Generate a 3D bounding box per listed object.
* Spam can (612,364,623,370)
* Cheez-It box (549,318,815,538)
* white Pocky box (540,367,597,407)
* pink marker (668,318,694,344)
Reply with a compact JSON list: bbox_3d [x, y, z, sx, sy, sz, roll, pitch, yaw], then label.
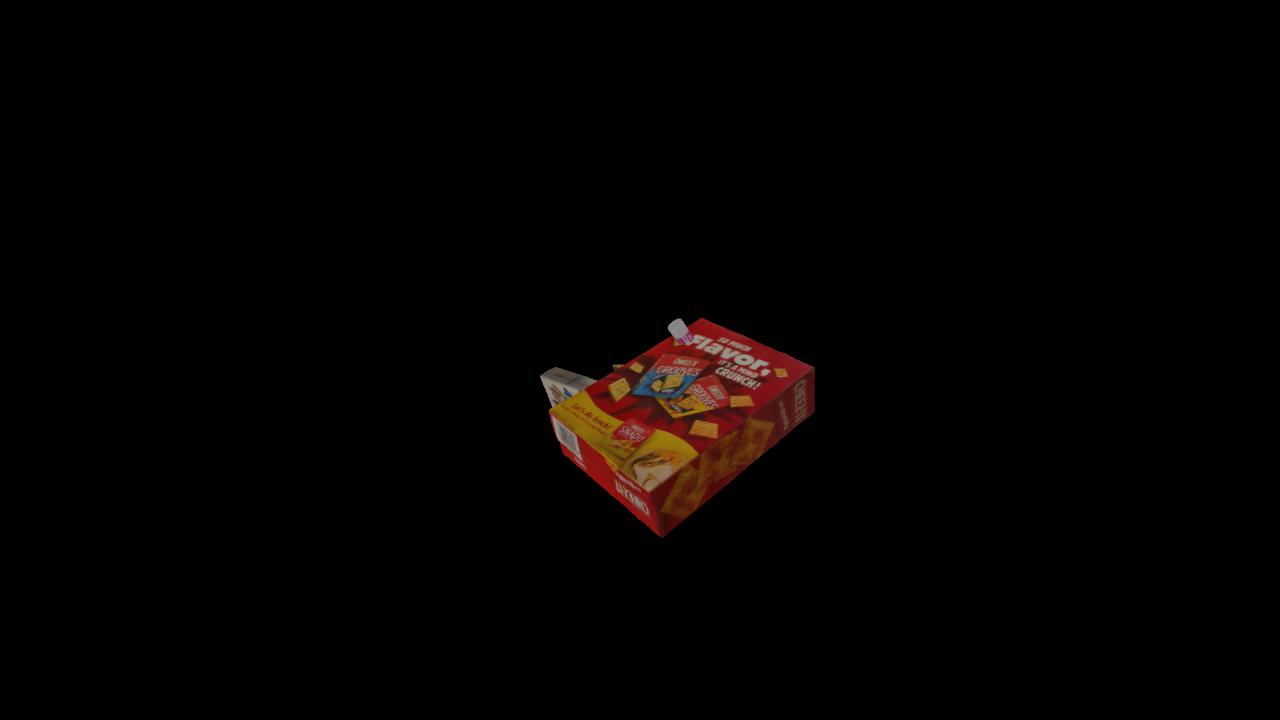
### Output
[{"bbox_3d":[0.004,0.055,0.718,0.058,0.085,0.101,5,6,-29],"label":"Spam can"},{"bbox_3d":[0.045,0.053,0.632,0.223,0.071,0.166,-33,40,-26],"label":"Cheez-It box"},{"bbox_3d":[-0.060,0.061,0.738,0.028,0.084,0.154,-31,27,-29],"label":"white Pocky box"},{"bbox_3d":[0.071,0.005,0.696,0.020,0.121,0.020,-31,21,14],"label":"pink marker"}]
